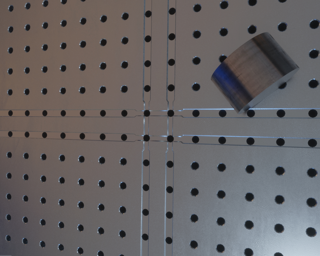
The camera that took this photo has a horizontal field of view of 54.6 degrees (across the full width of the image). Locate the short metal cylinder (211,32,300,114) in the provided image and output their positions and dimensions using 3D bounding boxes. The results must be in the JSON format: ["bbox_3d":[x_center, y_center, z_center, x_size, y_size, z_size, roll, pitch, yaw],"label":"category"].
[{"bbox_3d":[0.105,-0.059,0.346,0.080,0.080,0.050,-39,78,16],"label":"short metal cylinder"}]
